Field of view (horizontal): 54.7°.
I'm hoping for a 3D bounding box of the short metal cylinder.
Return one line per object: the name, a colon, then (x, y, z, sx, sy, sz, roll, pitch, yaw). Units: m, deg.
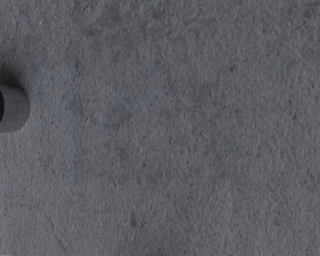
short metal cylinder: (-0.254, -0.032, 0.483, 0.080, 0.050, 0.079, 0, 90, 19)
